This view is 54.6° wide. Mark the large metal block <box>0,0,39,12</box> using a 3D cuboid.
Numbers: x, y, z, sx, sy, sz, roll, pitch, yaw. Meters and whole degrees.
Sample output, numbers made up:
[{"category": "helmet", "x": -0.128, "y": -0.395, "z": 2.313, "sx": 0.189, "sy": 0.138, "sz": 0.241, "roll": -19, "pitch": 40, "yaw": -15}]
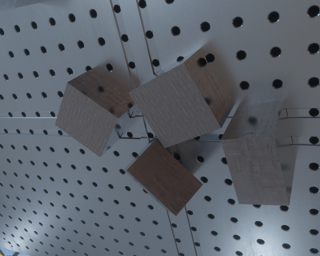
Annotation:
[{"category": "large metal block", "x": -0.195, "y": -0.187, "z": 0.364, "sx": 0.080, "sy": 0.080, "sz": 0.050, "roll": 42, "pitch": 129, "yaw": -1}]

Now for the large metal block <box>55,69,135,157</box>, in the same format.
[{"category": "large metal block", "x": -0.090, "y": -0.020, "z": 0.431, "sx": 0.080, "sy": 0.050, "sz": 0.080, "roll": 35, "pitch": 129, "yaw": 5}]

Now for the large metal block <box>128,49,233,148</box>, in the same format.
[{"category": "large metal block", "x": 0.025, "y": -0.032, "z": 0.362, "sx": 0.080, "sy": 0.050, "sz": 0.080, "roll": -23, "pitch": 106, "yaw": 36}]

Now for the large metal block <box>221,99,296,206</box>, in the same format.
[{"category": "large metal block", "x": 0.110, "y": 0.025, "z": 0.333, "sx": 0.050, "sy": 0.080, "sz": 0.080, "roll": -6, "pitch": 115, "yaw": 31}]

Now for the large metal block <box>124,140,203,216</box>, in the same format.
[{"category": "large metal block", "x": 0.000, "y": 0.065, "z": 0.410, "sx": 0.080, "sy": 0.050, "sz": 0.080, "roll": 43, "pitch": 168, "yaw": -2}]
